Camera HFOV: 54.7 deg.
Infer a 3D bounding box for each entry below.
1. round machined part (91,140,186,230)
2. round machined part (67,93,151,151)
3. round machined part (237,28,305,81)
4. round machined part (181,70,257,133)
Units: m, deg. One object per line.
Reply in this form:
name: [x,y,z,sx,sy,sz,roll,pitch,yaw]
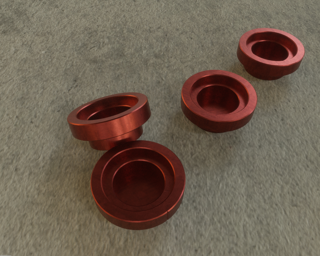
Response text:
round machined part: [-0.023,0.064,0.338,0.099,0.042,0.098,0,50,0]
round machined part: [-0.059,-0.007,0.380,0.099,0.042,0.098,-11,23,5]
round machined part: [0.171,-0.113,0.489,0.099,0.042,0.098,0,50,0]
round machined part: [0.077,-0.032,0.420,0.099,0.042,0.098,0,50,0]
